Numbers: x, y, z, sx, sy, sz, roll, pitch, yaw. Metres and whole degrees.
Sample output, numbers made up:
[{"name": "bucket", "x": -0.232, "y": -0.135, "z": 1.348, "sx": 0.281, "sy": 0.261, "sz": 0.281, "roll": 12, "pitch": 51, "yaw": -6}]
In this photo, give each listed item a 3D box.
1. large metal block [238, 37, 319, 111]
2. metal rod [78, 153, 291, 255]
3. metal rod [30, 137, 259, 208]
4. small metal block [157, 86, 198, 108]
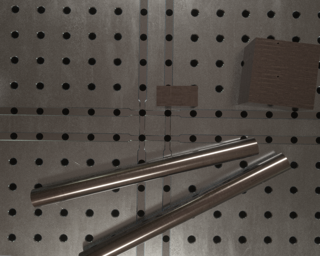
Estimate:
[{"name": "large metal block", "x": 0.152, "y": -0.067, "z": 0.403, "sx": 0.081, "sy": 0.050, "sz": 0.079, "roll": 7, "pitch": 90, "yaw": -1}, {"name": "metal rod", "x": 0.033, "y": 0.111, "z": 0.413, "sx": 0.301, "sy": 0.025, "sz": 0.025, "roll": -26, "pitch": 90, "yaw": -1}, {"name": "metal rod", "x": -0.019, "y": 0.059, "z": 0.413, "sx": 0.302, "sy": 0.025, "sz": 0.025, "roll": -13, "pitch": 90, "yaw": -1}, {"name": "small metal block", "x": 0.021, "y": -0.039, "z": 0.401, "sx": 0.050, "sy": 0.050, "sz": 0.025, "roll": 0, "pitch": 90, "yaw": -1}]
